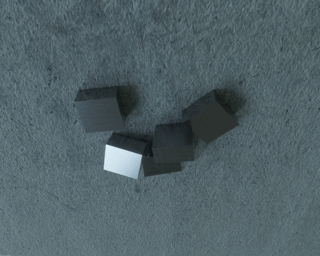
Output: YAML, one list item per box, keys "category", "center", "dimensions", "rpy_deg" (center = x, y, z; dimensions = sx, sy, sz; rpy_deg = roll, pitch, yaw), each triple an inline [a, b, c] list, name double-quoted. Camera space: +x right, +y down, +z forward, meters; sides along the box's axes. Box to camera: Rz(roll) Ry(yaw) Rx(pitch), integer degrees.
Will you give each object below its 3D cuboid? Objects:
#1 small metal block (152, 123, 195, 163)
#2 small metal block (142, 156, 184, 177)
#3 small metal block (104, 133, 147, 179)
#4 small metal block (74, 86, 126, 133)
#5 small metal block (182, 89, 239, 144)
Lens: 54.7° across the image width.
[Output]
- category: "small metal block"
  center: [0.019, 0.019, 0.403]
  dimensions: [0.050, 0.050, 0.025]
  rpy_deg: [-4, 123, 9]
- category: "small metal block"
  center: [0.006, 0.050, 0.431]
  dimensions: [0.050, 0.050, 0.025]
  rpy_deg: [-10, 85, 8]
- category: "small metal block"
  center: [-0.049, 0.040, 0.433]
  dimensions: [0.050, 0.025, 0.050]
  rpy_deg: [16, 130, 4]
- category: "small metal block"
  center: [-0.073, -0.023, 0.387]
  dimensions: [0.050, 0.025, 0.050]
  rpy_deg: [-6, 130, 5]
- category: "small metal block"
  center: [0.064, -0.013, 0.397]
  dimensions: [0.050, 0.025, 0.050]
  rpy_deg: [-35, 122, 25]
